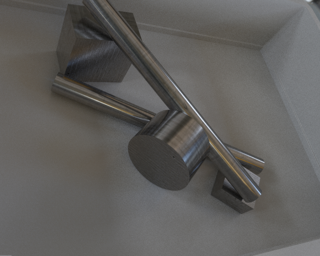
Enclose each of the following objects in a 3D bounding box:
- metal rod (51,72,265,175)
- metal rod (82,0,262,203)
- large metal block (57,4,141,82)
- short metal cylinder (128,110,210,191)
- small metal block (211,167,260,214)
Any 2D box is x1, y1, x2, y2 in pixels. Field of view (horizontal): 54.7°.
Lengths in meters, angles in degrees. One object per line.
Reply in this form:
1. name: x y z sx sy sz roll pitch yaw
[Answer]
1. metal rod: 0.009 0.000 0.410 0.302 0.025 0.025 23 53 -15
2. metal rod: 0.020 -0.030 0.360 0.300 0.025 0.025 50 50 -9
3. large metal block: -0.079 -0.102 0.390 0.081 0.080 0.050 -4 64 -30
4. short metal cylinder: 0.010 0.026 0.359 0.080 0.080 0.050 43 51 0
5. small metal block: 0.102 0.078 0.413 0.050 0.025 0.050 33 51 -7
